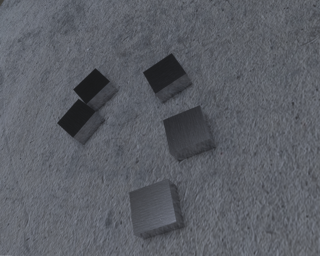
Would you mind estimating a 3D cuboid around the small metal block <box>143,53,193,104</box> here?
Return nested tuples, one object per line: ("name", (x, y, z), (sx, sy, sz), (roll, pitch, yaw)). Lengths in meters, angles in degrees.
("small metal block", (0.010, -0.071, 0.442), (0.050, 0.025, 0.050), (-33, 52, 6))

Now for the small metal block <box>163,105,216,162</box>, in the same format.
("small metal block", (0.036, 0.007, 0.381), (0.050, 0.025, 0.050), (-22, 54, 15))

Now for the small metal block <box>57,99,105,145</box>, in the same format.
("small metal block", (-0.121, -0.010, 0.473), (0.050, 0.025, 0.050), (33, 80, 38))

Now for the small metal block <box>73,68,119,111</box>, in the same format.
("small metal block", (-0.103, -0.061, 0.495), (0.050, 0.025, 0.050), (-45, 51, -3))

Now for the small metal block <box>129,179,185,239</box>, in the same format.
("small metal block", (-0.004, 0.092, 0.350), (0.050, 0.025, 0.050), (-22, 54, 15))
